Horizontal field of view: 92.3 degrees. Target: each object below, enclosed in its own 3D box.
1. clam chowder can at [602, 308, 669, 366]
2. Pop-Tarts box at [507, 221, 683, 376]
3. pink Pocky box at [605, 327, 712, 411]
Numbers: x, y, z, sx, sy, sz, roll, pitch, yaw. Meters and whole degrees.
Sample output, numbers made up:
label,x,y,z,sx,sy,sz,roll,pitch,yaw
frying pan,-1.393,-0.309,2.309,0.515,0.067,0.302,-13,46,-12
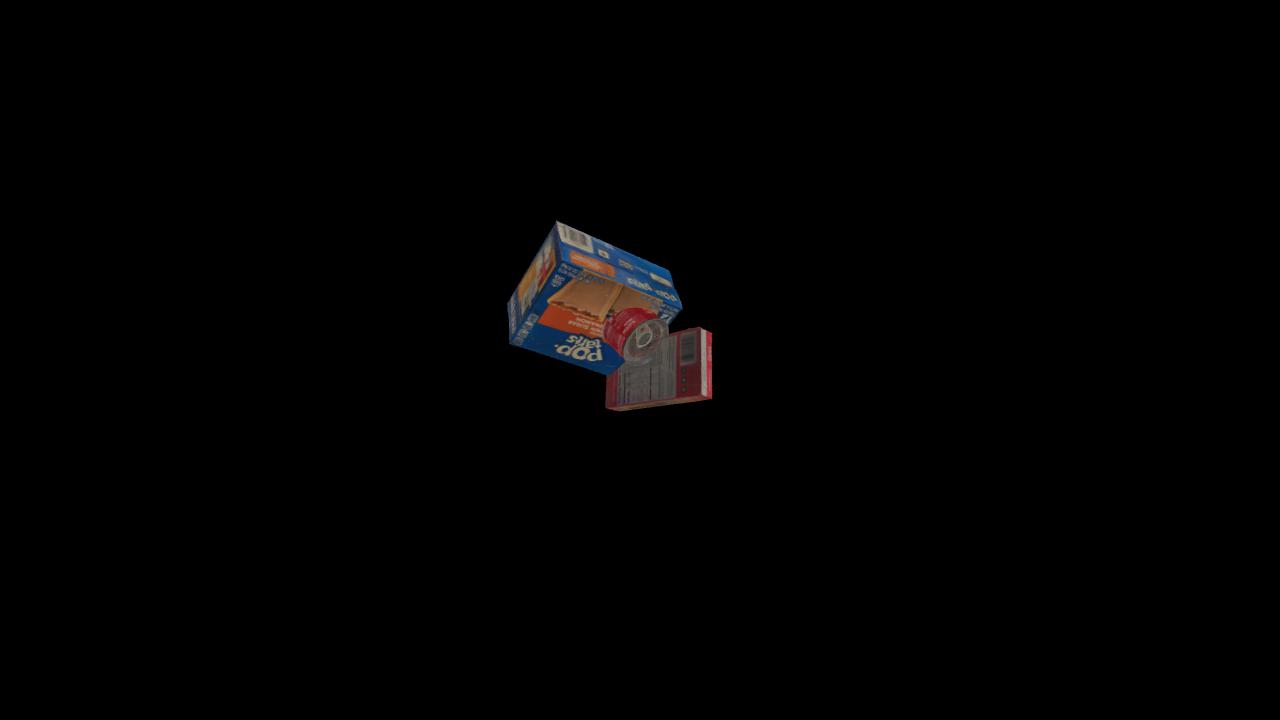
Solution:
label,x,y,z,sx,sy,sz,roll,pitch,yaw
clam chowder can,-0.021,-0.048,0.760,0.068,0.068,0.102,0,34,-46
Pop-Tarts box,-0.059,-0.067,0.766,0.167,0.083,0.141,20,-52,-28
pink Pocky box,0.021,0.015,0.767,0.155,0.084,0.029,-12,-20,40
